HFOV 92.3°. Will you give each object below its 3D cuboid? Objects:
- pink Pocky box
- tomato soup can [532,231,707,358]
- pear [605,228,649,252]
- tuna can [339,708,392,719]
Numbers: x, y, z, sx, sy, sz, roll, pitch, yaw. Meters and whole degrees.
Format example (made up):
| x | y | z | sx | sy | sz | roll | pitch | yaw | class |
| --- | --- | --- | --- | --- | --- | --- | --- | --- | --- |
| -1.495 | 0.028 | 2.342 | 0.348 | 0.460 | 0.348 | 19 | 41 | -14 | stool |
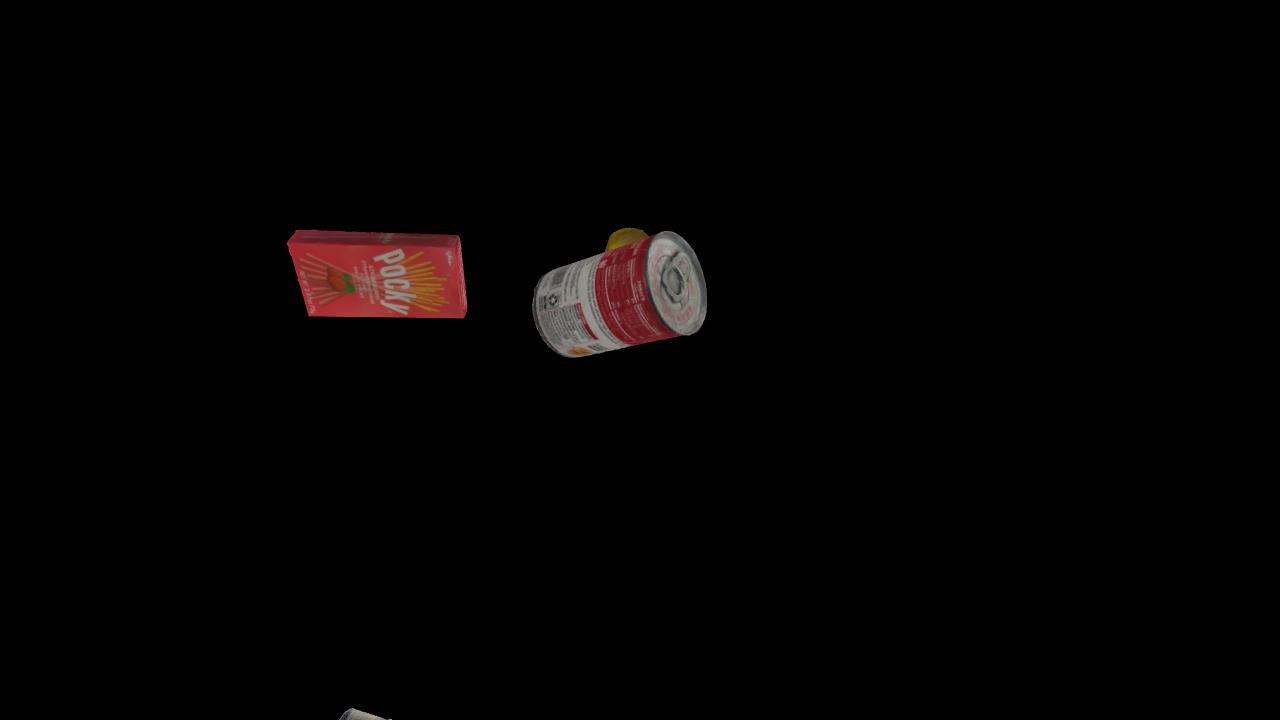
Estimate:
| x | y | z | sx | sy | sz | roll | pitch | yaw | class |
| --- | --- | --- | --- | --- | --- | --- | --- | --- | --- |
| -0.254 | -0.083 | 0.607 | 0.155 | 0.084 | 0.029 | 1 | 37 | -7 | pink Pocky box |
| -0.015 | -0.040 | 0.415 | 0.101 | 0.068 | 0.068 | -11 | -7 | 36 | tomato soup can |
| 0.008 | -0.135 | 0.838 | 0.111 | 0.080 | 0.080 | 9 | -2 | -13 | pear |
| -0.209 | 0.293 | 0.430 | 0.034 | 0.084 | 0.084 | 21 | -2 | -6 | tuna can |
